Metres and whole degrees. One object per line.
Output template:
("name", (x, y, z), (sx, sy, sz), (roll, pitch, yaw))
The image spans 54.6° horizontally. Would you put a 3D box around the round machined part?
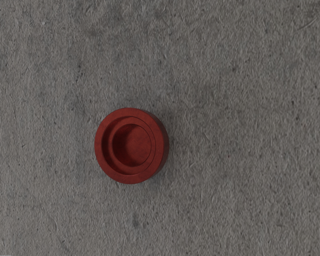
("round machined part", (-0.034, 0.022, 0.412), (0.098, 0.042, 0.097), (0, 90, 20))
